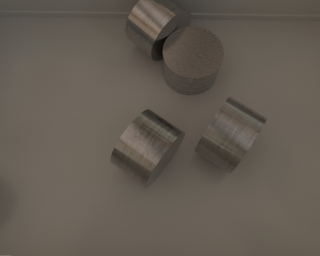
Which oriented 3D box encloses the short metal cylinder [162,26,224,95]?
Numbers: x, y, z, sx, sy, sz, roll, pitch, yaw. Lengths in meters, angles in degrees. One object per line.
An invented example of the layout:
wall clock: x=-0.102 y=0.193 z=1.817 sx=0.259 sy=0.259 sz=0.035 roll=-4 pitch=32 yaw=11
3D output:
short metal cylinder: x=0.044 y=-0.092 z=0.430 sx=0.081 sy=0.050 sz=0.080 roll=0 pitch=70 yaw=0

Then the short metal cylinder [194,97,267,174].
short metal cylinder: x=0.085 y=0.009 z=0.378 sx=0.050 sy=0.080 sz=0.080 roll=33 pitch=73 yaw=11

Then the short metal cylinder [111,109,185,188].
short metal cylinder: x=-0.014 y=0.024 z=0.371 sx=0.050 sy=0.080 sz=0.080 roll=35 pitch=74 yaw=11

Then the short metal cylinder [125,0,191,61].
short metal cylinder: x=-0.002 y=-0.141 z=0.432 sx=0.050 sy=0.080 sz=0.080 roll=42 pitch=75 yaw=14
